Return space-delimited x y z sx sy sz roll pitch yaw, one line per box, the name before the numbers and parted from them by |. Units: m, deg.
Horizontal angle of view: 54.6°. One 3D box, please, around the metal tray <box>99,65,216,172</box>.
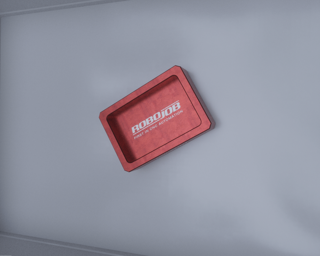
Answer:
metal tray | -0.006 -0.010 0.407 0.130 0.030 0.090 -30 81 17
